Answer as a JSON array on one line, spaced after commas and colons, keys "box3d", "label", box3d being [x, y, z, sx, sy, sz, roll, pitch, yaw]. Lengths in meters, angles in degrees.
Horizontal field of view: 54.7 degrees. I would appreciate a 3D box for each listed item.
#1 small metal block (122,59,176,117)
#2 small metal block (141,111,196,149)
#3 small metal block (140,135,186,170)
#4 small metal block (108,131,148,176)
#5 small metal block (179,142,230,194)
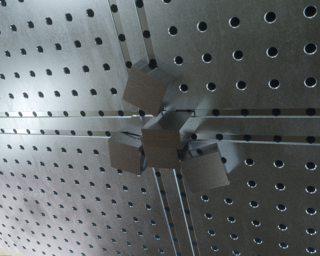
[{"box3d": [-0.014, -0.049, 0.387, 0.050, 0.025, 0.050, 29, 128, 9], "label": "small metal block"}, {"box3d": [0.012, 0.001, 0.388, 0.050, 0.050, 0.025, 3, 120, 26], "label": "small metal block"}, {"box3d": [0.006, 0.028, 0.424, 0.050, 0.025, 0.050, 1, 119, 28], "label": "small metal block"}, {"box3d": [-0.046, 0.037, 0.457, 0.050, 0.025, 0.050, 13, 124, 20], "label": "small metal block"}, {"box3d": [0.058, 0.052, 0.403, 0.050, 0.025, 0.050, -17, 111, 14], "label": "small metal block"}]
